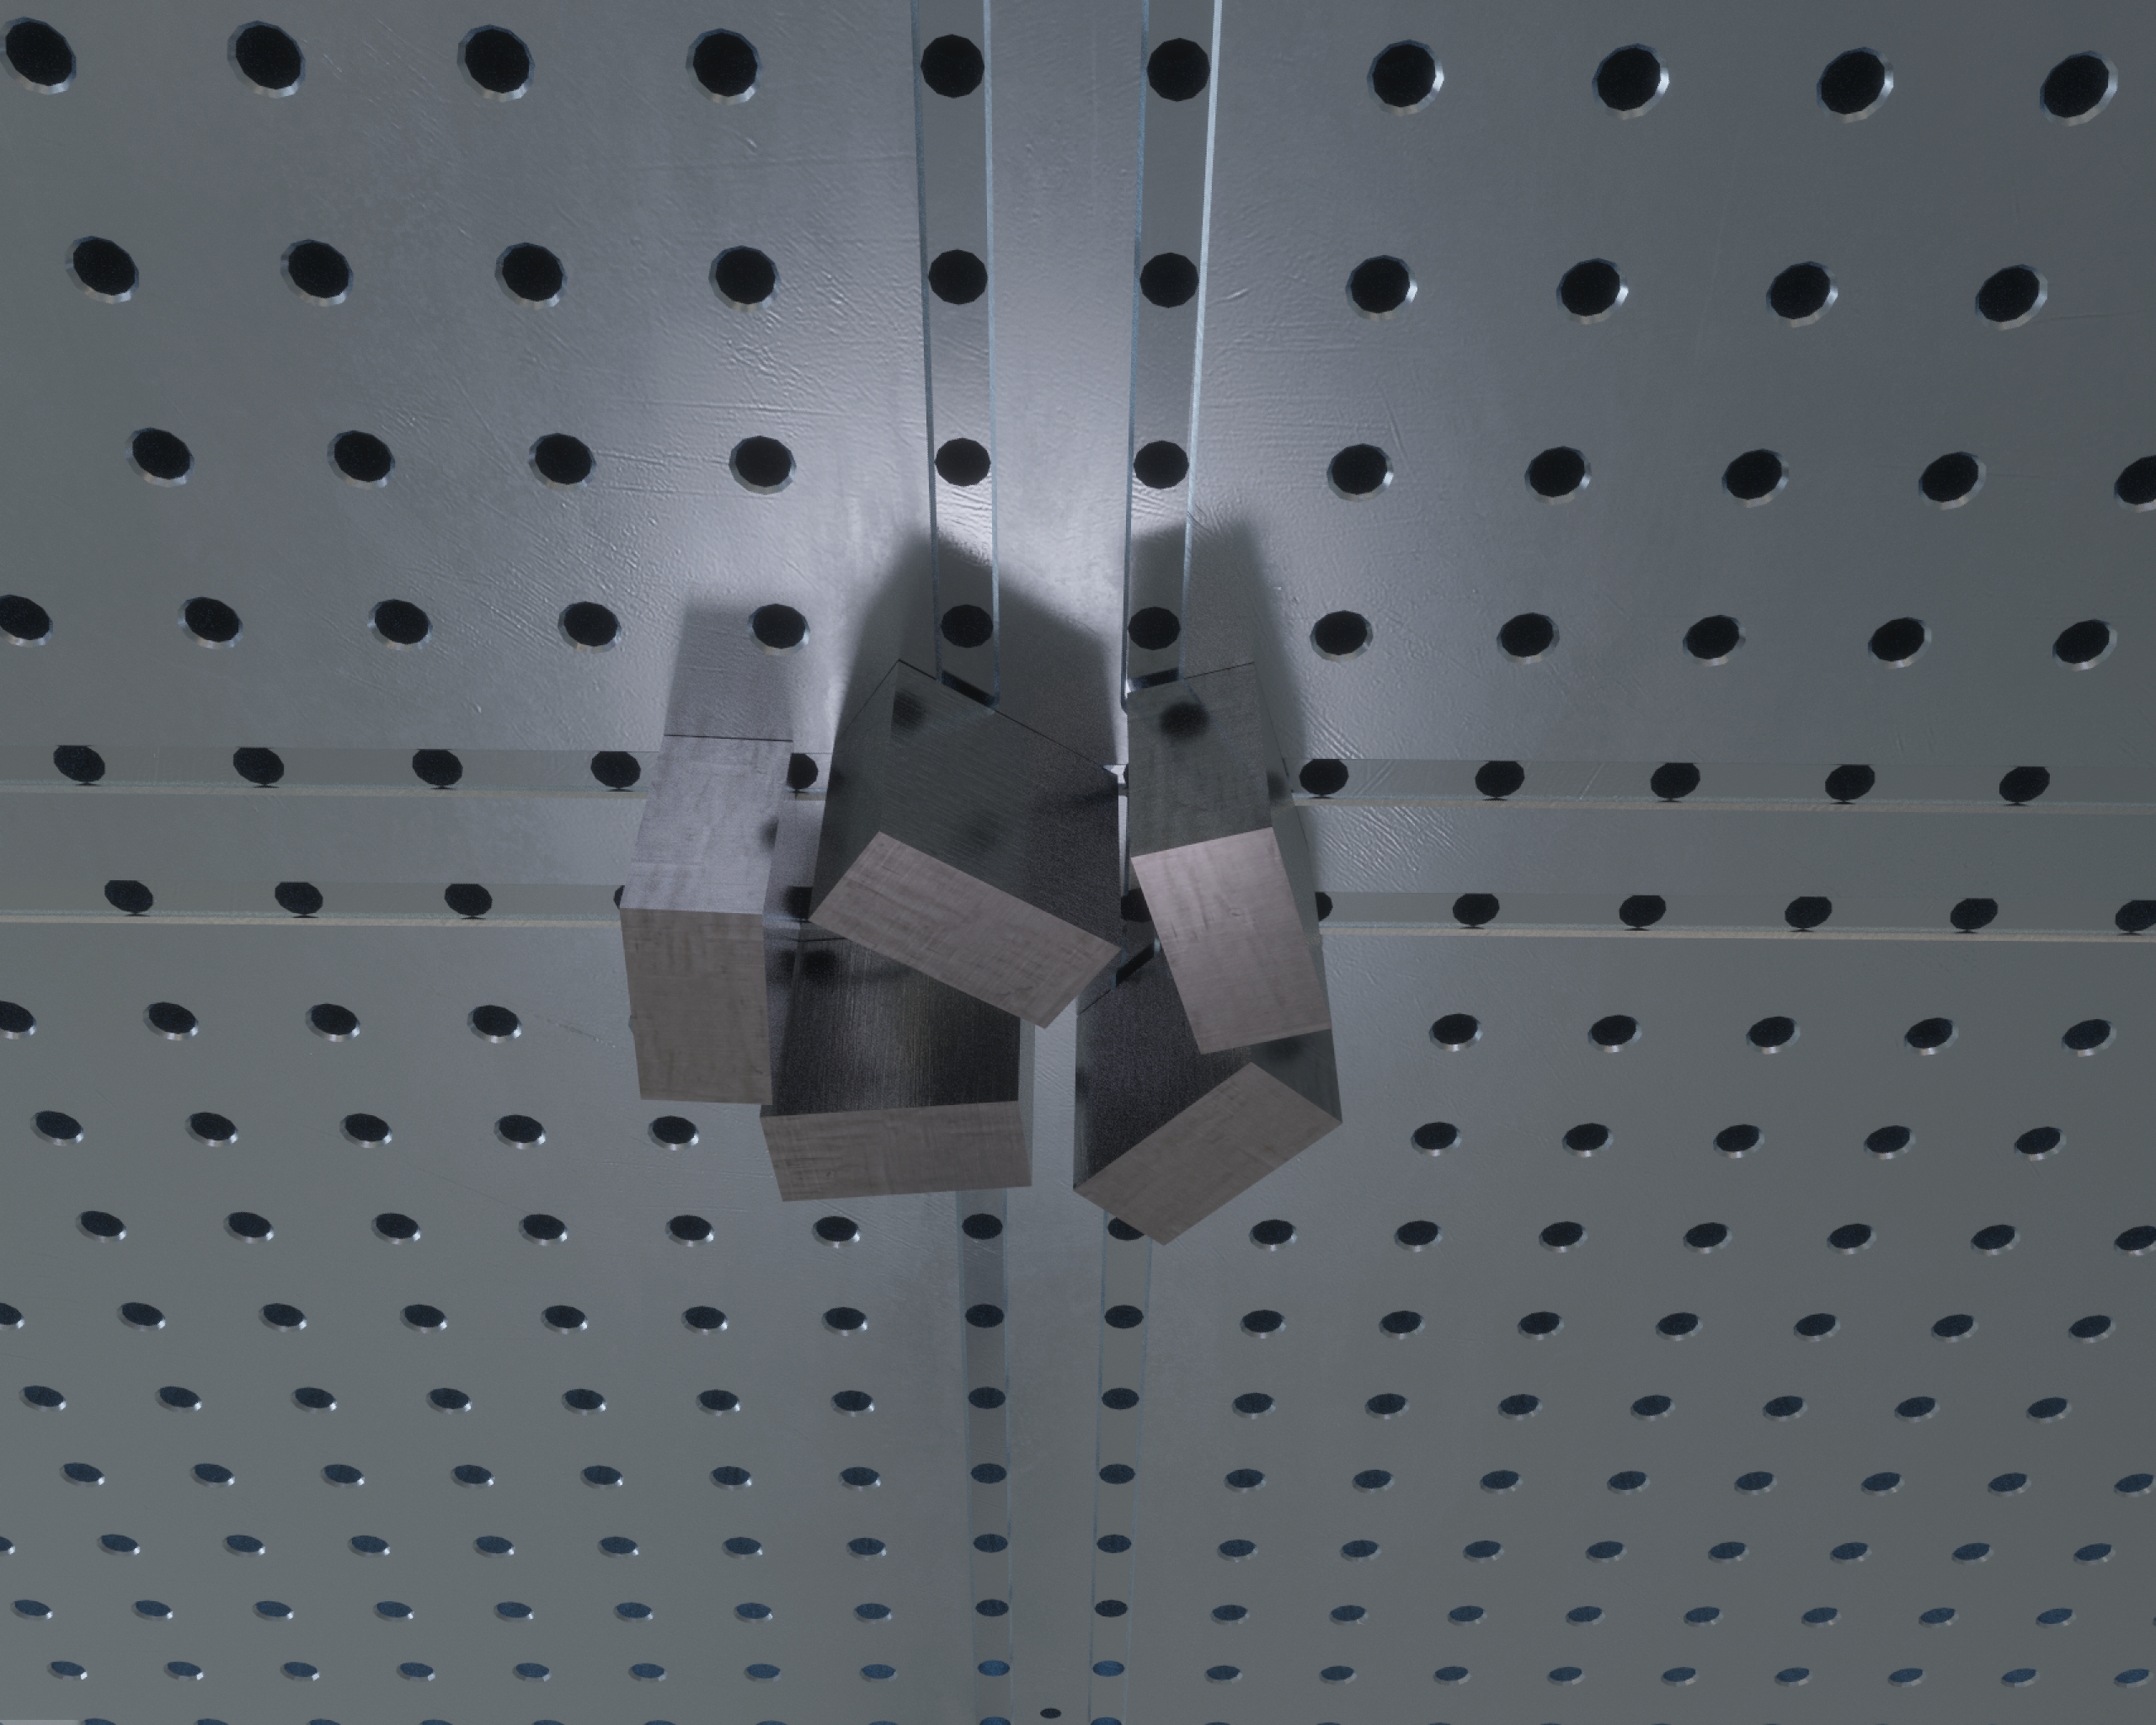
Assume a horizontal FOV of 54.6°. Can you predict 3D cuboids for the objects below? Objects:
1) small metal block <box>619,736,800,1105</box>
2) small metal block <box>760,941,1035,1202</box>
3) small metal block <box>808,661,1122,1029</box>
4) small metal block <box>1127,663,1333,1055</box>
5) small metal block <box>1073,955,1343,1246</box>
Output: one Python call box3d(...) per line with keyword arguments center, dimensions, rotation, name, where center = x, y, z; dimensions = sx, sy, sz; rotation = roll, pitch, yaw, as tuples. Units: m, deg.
box3d(center=(-0.070, 0.011, 0.404), dimensions=(0.025, 0.050, 0.050), rotation=(3, 131, -2), name="small metal block")
box3d(center=(-0.035, 0.041, 0.429), dimensions=(0.050, 0.050, 0.025), rotation=(-4, 130, 3), name="small metal block")
box3d(center=(-0.020, -0.004, 0.392), dimensions=(0.050, 0.050, 0.025), rotation=(27, 126, -21), name="small metal block")
box3d(center=(0.028, -0.001, 0.394), dimensions=(0.025, 0.050, 0.050), rotation=(-13, 128, 10), name="small metal block")
box3d(center=(0.026, 0.042, 0.430), dimensions=(0.025, 0.050, 0.050), rotation=(35, 122, -25), name="small metal block")
